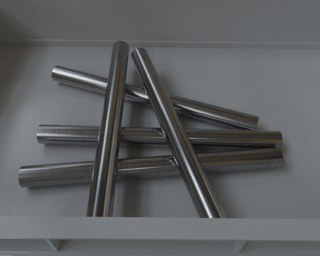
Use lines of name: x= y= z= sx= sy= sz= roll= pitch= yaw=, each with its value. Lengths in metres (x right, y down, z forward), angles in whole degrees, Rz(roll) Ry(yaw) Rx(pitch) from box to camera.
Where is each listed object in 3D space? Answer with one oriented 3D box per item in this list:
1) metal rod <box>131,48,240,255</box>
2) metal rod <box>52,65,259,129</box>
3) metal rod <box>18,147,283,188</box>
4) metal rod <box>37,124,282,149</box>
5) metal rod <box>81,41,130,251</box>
metal rod: x=0.015 y=0.000 z=0.370 sx=0.025 sy=0.025 sz=0.299 roll=-14 pitch=51 yaw=-12
metal rod: x=-0.015 y=-0.043 z=0.438 sx=0.301 sy=0.025 sz=0.025 roll=16 pitch=52 yaw=12
metal rod: x=-0.007 y=0.046 z=0.365 sx=0.302 sy=0.025 sz=0.025 roll=-4 pitch=50 yaw=-4
metal rod: x=-0.001 y=0.012 z=0.392 sx=0.302 sy=0.025 sz=0.025 roll=2 pitch=50 yaw=1
metal rod: x=-0.059 y=-0.008 z=0.376 sx=0.025 sy=0.025 sz=0.300 roll=0 pitch=50 yaw=0
